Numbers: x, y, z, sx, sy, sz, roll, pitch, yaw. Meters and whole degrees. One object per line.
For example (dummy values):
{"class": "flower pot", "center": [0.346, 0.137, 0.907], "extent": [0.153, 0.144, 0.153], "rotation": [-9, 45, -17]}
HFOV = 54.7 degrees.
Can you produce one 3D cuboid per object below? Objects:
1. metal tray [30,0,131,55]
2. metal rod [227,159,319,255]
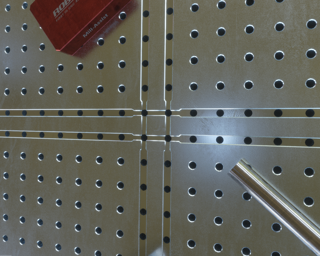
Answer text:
{"class": "metal tray", "center": [-0.117, -0.182, 0.450], "extent": [0.130, 0.030, 0.090], "rotation": [-38, 78, 15]}
{"class": "metal rod", "center": [0.197, 0.146, 0.343], "extent": [0.300, 0.025, 0.025], "rotation": [43, 103, 14]}
